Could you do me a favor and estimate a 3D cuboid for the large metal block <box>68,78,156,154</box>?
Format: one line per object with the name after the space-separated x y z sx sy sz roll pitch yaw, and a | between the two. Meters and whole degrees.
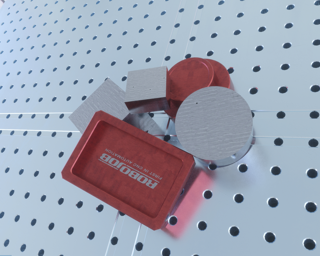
-0.068 -0.011 0.435 0.080 0.050 0.080 -46 51 -4 | large metal block

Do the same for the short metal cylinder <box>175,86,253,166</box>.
0.062 0.000 0.345 0.080 0.050 0.080 -4 75 16 | short metal cylinder

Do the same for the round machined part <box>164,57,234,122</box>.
0.043 -0.054 0.407 0.098 0.042 0.098 -13 56 21 | round machined part

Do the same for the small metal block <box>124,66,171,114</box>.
-0.014 -0.047 0.385 0.050 0.025 0.050 -6 55 12 | small metal block

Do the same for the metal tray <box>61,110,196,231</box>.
-0.036 0.046 0.359 0.130 0.030 0.090 26 82 14 | metal tray
